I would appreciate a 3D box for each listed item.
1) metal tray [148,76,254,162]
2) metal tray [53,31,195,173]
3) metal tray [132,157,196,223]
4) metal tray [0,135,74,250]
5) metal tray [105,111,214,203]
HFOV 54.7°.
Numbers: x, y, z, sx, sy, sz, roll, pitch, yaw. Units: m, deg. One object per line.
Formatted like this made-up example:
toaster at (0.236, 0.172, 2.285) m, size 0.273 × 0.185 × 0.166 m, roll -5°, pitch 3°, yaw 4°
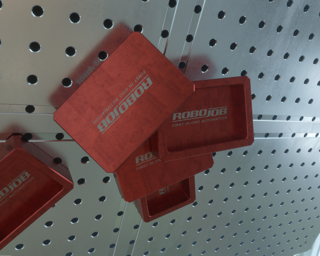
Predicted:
metal tray at (0.052, -0.014, 0.387) m, size 0.131 × 0.030 × 0.089 m, roll -9°, pitch 98°, yaw -19°
metal tray at (-0.038, -0.027, 0.338) m, size 0.090 × 0.030 × 0.130 m, roll 45°, pitch 93°, yaw 2°
metal tray at (0.004, 0.071, 0.456) m, size 0.091 × 0.030 × 0.129 m, roll -19°, pitch 126°, yaw -17°
metal tray at (-0.180, 0.080, 0.359) m, size 0.130 × 0.030 × 0.090 m, roll -41°, pitch 130°, yaw -1°
metal tray at (0.000, 0.030, 0.407) m, size 0.131 × 0.030 × 0.089 m, roll -20°, pitch 104°, yaw -17°
